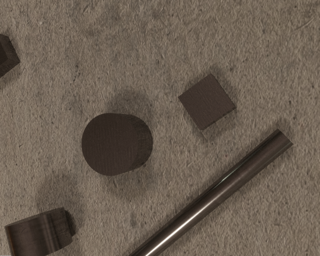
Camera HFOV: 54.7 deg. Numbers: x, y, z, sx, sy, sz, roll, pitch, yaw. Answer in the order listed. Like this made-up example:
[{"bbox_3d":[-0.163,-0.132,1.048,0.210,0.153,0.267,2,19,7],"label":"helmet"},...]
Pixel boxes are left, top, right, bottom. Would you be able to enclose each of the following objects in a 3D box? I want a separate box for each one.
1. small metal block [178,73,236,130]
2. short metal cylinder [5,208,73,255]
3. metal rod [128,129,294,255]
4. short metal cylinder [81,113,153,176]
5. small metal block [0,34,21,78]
[{"bbox_3d":[0.059,-0.032,0.388,0.050,0.025,0.050,-36,79,16],"label":"small metal block"},{"bbox_3d":[-0.171,0.150,0.438,0.080,0.080,0.050,-19,84,19],"label":"short metal cylinder"},{"bbox_3d":[0.041,0.110,0.394,0.299,0.025,0.025,-44,77,14],"label":"metal rod"},{"bbox_3d":[-0.056,0.021,0.414,0.080,0.050,0.079,0,90,19],"label":"short metal cylinder"},{"bbox_3d":[-0.261,-0.116,0.499,0.050,0.025,0.050,-31,80,17],"label":"small metal block"}]
